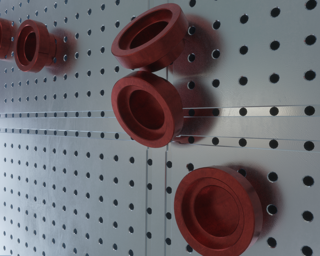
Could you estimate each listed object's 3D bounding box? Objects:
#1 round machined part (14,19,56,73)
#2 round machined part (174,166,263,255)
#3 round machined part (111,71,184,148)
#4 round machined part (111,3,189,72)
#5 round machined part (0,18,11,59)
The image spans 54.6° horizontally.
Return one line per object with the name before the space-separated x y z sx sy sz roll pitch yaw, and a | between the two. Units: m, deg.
round machined part | -0.237 -0.154 0.596 0.098 0.042 0.097 0 90 40
round machined part | 0.067 0.090 0.344 0.098 0.042 0.097 0 90 40
round machined part | -0.011 -0.027 0.391 0.098 0.042 0.097 23 132 28
round machined part | -0.008 -0.107 0.385 0.098 0.042 0.098 -22 40 20
round machined part | -0.392 -0.212 0.725 0.098 0.042 0.097 0 90 40
